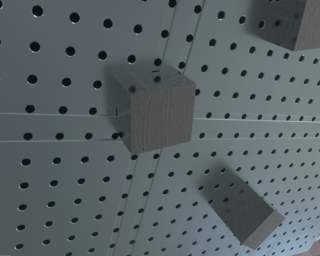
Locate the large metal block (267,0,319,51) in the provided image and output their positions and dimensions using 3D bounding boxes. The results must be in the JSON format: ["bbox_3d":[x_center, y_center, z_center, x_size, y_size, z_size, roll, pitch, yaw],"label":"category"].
[{"bbox_3d":[0.199,-0.152,0.412,0.081,0.050,0.079,-12,124,-22],"label":"large metal block"}]

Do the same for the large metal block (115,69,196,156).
[{"bbox_3d":[-0.006,-0.021,0.380,0.081,0.050,0.079,-12,124,-22],"label":"large metal block"}]

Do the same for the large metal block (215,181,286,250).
[{"bbox_3d":[0.164,0.159,0.567,0.080,0.080,0.050,-49,129,6],"label":"large metal block"}]
